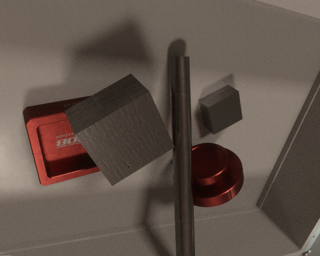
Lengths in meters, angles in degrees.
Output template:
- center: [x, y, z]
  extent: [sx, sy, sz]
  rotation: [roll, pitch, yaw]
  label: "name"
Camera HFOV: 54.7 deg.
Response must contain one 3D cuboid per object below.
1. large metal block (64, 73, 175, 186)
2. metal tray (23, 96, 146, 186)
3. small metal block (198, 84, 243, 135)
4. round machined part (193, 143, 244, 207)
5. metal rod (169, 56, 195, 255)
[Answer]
- center: [-0.041, 0.002, 0.333]
  extent: [0.080, 0.050, 0.080]
  rotation: [-31, 129, -8]
  label: "large metal block"
- center: [-0.083, 0.009, 0.366]
  extent: [0.131, 0.030, 0.089]
  rotation: [-13, 124, -22]
  label: "metal tray"
- center: [0.087, -0.026, 0.442]
  extent: [0.050, 0.025, 0.050]
  rotation: [-28, 128, -11]
  label: "small metal block"
- center: [0.066, 0.058, 0.436]
  extent: [0.099, 0.098, 0.042]
  rotation: [-27, 128, -12]
  label: "round machined part"
- center: [0.029, 0.062, 0.394]
  extent: [0.025, 0.025, 0.298]
  rotation: [-7, 99, -26]
  label: "metal rod"
